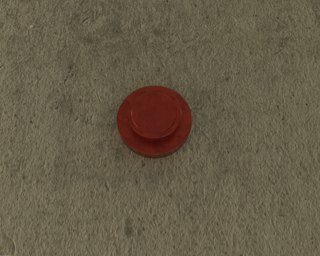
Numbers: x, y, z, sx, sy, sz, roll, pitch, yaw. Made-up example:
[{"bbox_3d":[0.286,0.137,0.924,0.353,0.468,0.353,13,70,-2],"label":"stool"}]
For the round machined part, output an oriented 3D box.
[{"bbox_3d":[-0.007,-0.012,0.404,0.099,0.042,0.098,0,70,-1],"label":"round machined part"}]
